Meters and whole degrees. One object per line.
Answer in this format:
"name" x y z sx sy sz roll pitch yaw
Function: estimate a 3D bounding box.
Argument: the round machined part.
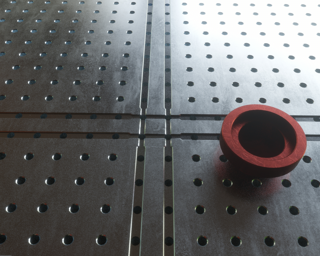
"round machined part" 0.122 0.020 0.382 0.099 0.042 0.098 0 50 0
